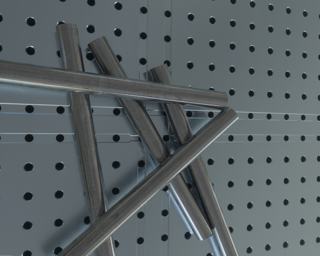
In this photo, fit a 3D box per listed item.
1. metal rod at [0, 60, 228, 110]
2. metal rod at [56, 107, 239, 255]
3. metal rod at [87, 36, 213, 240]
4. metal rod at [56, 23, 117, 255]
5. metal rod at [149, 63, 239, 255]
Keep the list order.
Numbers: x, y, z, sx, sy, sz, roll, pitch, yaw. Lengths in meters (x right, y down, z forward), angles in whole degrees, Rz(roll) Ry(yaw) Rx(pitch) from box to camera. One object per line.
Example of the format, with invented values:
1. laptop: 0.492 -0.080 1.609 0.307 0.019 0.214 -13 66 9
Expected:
1. metal rod: -0.056 -0.049 0.366 0.302 0.025 0.025 5 88 -20
2. metal rod: -0.013 0.074 0.382 0.301 0.025 0.025 -40 103 -16
3. metal rod: -0.008 0.021 0.410 0.025 0.025 0.299 -32 101 -17
4. metal rod: -0.089 0.025 0.380 0.025 0.025 0.298 -10 94 -20
5. metal rod: 0.051 0.056 0.433 0.025 0.025 0.298 -24 98 -19
